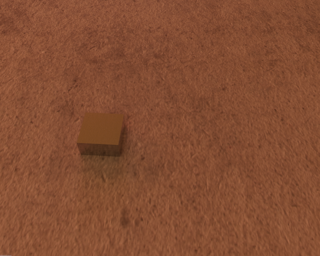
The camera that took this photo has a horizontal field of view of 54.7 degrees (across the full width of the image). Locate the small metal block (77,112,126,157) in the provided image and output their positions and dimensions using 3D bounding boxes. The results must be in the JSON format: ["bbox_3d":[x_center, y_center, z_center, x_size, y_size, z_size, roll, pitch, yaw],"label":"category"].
[{"bbox_3d":[-0.073,0.008,0.396,0.050,0.025,0.050,3,50,2],"label":"small metal block"}]
